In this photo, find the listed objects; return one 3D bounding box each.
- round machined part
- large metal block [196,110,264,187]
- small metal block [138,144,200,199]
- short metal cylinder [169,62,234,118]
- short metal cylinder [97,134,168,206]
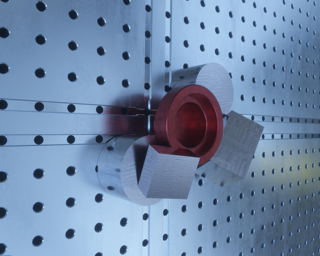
[{"bbox_3d":[0.031,-0.003,0.386,0.099,0.042,0.097,0,90,-40],"label":"round machined part"},{"bbox_3d":[0.096,0.032,0.445,0.050,0.080,0.080,28,69,-1],"label":"large metal block"},{"bbox_3d":[0.009,0.048,0.335,0.050,0.025,0.050,9,104,-28],"label":"small metal block"},{"bbox_3d":[0.060,-0.050,0.443,0.081,0.050,0.079,0,90,-40],"label":"short metal cylinder"},{"bbox_3d":[-0.027,0.048,0.370,0.081,0.050,0.079,0,90,-40],"label":"short metal cylinder"}]
